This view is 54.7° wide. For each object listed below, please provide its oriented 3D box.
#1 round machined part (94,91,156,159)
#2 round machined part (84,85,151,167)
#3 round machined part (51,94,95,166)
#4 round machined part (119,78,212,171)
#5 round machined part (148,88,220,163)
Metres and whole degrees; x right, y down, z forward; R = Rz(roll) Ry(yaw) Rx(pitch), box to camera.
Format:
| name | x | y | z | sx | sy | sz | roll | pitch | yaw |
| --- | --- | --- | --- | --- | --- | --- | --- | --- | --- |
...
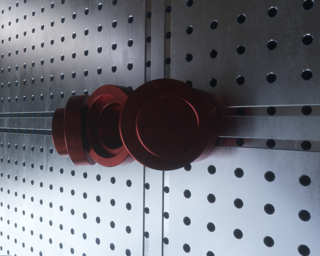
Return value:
| name | x | y | z | sx | sy | sz | roll | pitch | yaw |
| --- | --- | --- | --- | --- | --- | --- | --- | --- | --- |
| round machined part | -0.056 | -0.004 | 0.442 | 0.098 | 0.042 | 0.097 | 0 | 90 | 39 |
| round machined part | -0.049 | -0.003 | 0.381 | 0.098 | 0.042 | 0.097 | 0 | 90 | 39 |
| round machined part | -0.115 | 0.004 | 0.424 | 0.042 | 0.098 | 0.097 | -4 | 87 | 2 |
| round machined part | 0.007 | -0.004 | 0.324 | 0.042 | 0.099 | 0.097 | -179 | 89 | -80 |
| round machined part | 0.020 | -0.003 | 0.380 | 0.098 | 0.042 | 0.097 | 0 | 90 | 39 |
